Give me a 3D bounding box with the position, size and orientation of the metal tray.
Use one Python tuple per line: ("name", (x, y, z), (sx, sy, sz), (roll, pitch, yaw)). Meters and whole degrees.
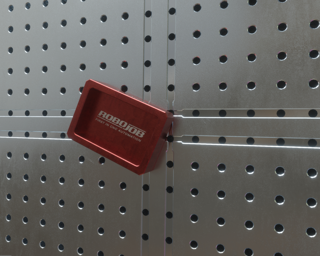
("metal tray", (-0.057, -0.003, 0.430), (0.130, 0.030, 0.090), (25, 98, 18))
